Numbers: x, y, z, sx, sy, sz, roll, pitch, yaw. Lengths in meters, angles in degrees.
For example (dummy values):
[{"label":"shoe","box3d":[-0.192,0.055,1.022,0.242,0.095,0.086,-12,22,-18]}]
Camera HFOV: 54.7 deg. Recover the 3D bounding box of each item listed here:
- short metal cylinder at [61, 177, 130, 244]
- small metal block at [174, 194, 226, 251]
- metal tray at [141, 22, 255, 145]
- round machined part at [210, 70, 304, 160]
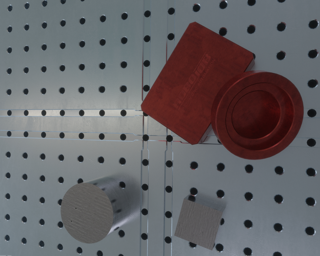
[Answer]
[{"label":"short metal cylinder","box3d":[-0.088,0.112,0.430,0.080,0.050,0.079,0,90,20]},{"label":"small metal block","box3d":[0.051,0.119,0.395,0.050,0.025,0.050,16,95,19]},{"label":"metal tray","box3d":[0.046,-0.055,0.394,0.090,0.030,0.129,35,101,16]},{"label":"round machined part","box3d":[0.105,-0.017,0.352,0.099,0.042,0.097,-2,106,-6]}]
